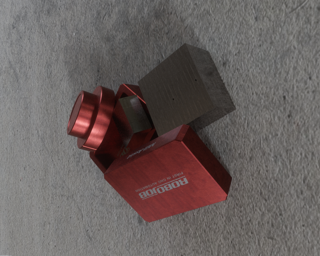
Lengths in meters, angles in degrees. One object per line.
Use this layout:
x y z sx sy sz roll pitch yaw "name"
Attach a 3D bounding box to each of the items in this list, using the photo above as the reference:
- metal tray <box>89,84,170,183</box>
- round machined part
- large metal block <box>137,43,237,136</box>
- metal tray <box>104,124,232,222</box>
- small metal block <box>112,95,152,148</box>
-0.044 0.015 0.438 0.090 0.030 0.129 42 115 31 "metal tray"
-0.105 -0.017 0.455 0.097 0.042 0.098 -45 34 45 "round machined part"
0.030 -0.039 0.366 0.080 0.050 0.080 -33 70 35 "large metal block"
0.006 0.059 0.368 0.130 0.030 0.090 -29 109 37 "metal tray"
-0.038 -0.008 0.408 0.050 0.025 0.050 65 153 17 "small metal block"
